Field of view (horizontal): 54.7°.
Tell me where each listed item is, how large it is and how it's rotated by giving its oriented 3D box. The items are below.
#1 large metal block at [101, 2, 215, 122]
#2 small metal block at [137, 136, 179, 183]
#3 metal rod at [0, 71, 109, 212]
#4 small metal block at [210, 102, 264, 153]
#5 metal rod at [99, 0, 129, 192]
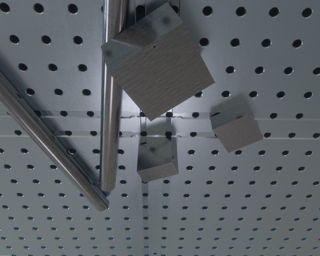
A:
[{"bbox_3d":[-0.001,-0.066,0.321,0.080,0.050,0.080,-31,134,9],"label":"large metal block"},{"bbox_3d":[-0.003,0.044,0.433,0.050,0.050,0.025,-17,128,13],"label":"small metal block"},{"bbox_3d":[-0.152,0.024,0.430,0.025,0.025,0.299,-17,128,14],"label":"metal rod"},{"bbox_3d":[0.102,0.000,0.413,0.050,0.025,0.050,-26,126,20],"label":"small metal block"},{"bbox_3d":[-0.062,-0.023,0.391,0.025,0.025,0.298,6,130,-5],"label":"metal rod"}]
